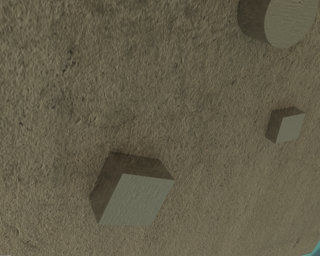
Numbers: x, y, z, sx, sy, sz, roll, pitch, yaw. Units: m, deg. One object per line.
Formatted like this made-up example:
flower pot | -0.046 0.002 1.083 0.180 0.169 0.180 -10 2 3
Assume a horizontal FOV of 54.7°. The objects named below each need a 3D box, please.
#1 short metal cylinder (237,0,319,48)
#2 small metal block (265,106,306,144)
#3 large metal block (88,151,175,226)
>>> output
short metal cylinder | 0.143 -0.144 0.380 0.081 0.050 0.079 -14 124 -21
small metal block | 0.210 -0.005 0.519 0.050 0.025 0.050 -10 123 -23
large metal block | -0.039 0.084 0.421 0.081 0.050 0.080 14 111 -34
